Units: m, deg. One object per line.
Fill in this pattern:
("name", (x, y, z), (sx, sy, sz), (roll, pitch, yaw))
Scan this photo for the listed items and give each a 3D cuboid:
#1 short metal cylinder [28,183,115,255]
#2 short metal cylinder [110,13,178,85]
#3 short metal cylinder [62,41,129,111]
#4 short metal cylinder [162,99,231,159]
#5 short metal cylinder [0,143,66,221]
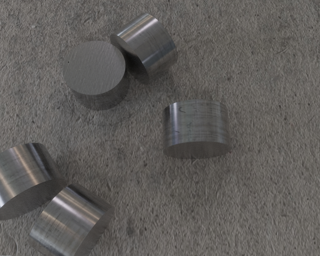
("short metal cylinder", (-0.094, 0.107, 0.339), (0.050, 0.080, 0.080), (31, 73, 10))
("short metal cylinder", (-0.022, -0.105, 0.417), (0.050, 0.080, 0.080), (-40, 75, -13))
("short metal cylinder", (-0.084, -0.070, 0.420), (0.081, 0.050, 0.080), (0, 70, 0))
("short metal cylinder", (0.044, 0.004, 0.378), (0.081, 0.080, 0.050), (-1, 70, 0))
("short metal cylinder", (-0.157, 0.061, 0.355), (0.080, 0.080, 0.050), (-33, 74, -11))
